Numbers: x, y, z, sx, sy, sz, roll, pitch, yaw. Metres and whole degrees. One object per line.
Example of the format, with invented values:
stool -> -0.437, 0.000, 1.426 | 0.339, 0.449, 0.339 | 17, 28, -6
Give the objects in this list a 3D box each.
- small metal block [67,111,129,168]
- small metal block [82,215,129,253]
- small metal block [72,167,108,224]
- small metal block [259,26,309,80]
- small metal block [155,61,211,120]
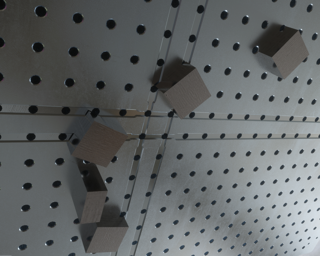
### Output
small metal block -> -0.076, 0.015, 0.378 | 0.050, 0.025, 0.050 | 27, 103, -37
small metal block -> -0.082, 0.158, 0.464 | 0.050, 0.025, 0.050 | 12, 112, -34
small metal block -> -0.091, 0.085, 0.397 | 0.025, 0.050, 0.050 | 3, 117, -30
small metal block -> 0.178, -0.106, 0.441 | 0.050, 0.025, 0.050 | -46, 129, 4
small metal block -> 0.031, -0.048, 0.398 | 0.050, 0.025, 0.050 | -39, 129, -2
